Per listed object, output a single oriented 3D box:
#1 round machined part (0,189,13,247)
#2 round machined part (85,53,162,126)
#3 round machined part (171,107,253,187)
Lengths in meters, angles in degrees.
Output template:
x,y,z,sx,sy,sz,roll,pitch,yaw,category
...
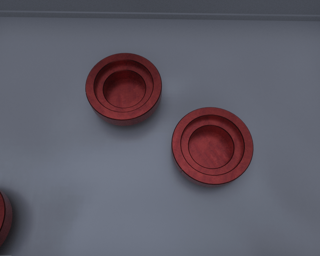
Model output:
x,y,z,sx,sy,sz,roll,pitch,yaw,category
-0.219,0.110,0.353,0.099,0.042,0.098,1,60,-1,round machined part
-0.047,-0.048,0.418,0.099,0.042,0.098,0,70,0,round machined part
0.063,0.026,0.391,0.099,0.042,0.098,0,70,0,round machined part
